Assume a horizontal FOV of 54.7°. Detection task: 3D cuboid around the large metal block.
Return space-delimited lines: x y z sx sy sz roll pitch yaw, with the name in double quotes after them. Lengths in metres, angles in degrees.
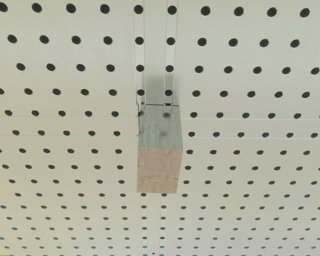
-0.002 0.027 0.397 0.050 0.080 0.079 3 130 -3 "large metal block"
